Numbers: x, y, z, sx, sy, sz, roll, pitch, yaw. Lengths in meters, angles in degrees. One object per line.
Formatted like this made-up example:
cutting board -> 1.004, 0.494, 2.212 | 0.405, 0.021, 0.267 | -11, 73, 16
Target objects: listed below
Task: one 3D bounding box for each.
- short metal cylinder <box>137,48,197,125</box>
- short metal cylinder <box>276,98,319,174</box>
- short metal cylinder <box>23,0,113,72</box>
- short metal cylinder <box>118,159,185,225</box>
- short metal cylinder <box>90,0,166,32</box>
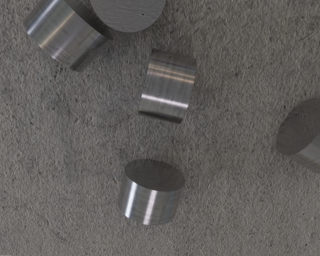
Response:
short metal cylinder -> 0.007, -0.048, 0.363 | 0.050, 0.080, 0.079 | 13, 110, -5
short metal cylinder -> 0.193, 0.010, 0.386 | 0.050, 0.080, 0.080 | 29, 108, -10
short metal cylinder -> -0.098, -0.108, 0.340 | 0.050, 0.080, 0.080 | -43, 105, 14
short metal cylinder -> -0.012, 0.082, 0.411 | 0.080, 0.080, 0.050 | 12, 110, -5
short metal cylinder -> -0.033, -0.148, 0.341 | 0.081, 0.050, 0.079 | 0, 110, 0
